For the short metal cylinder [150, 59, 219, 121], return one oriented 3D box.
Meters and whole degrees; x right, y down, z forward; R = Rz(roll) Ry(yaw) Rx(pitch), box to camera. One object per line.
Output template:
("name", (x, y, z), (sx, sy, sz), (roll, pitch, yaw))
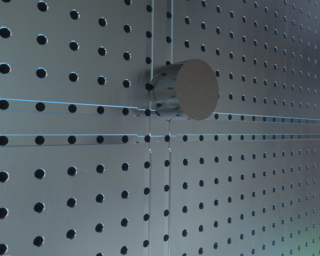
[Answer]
("short metal cylinder", (0.034, -0.050, 0.420), (0.081, 0.050, 0.080), (0, 90, -40))
